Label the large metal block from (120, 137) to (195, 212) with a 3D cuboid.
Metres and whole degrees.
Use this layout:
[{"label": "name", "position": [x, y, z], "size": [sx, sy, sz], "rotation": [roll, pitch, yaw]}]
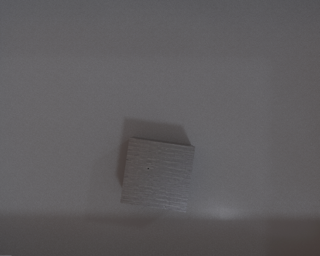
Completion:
[{"label": "large metal block", "position": [-0.003, 0.057, 0.399], "size": [0.080, 0.050, 0.080], "rotation": [8, 90, 0]}]
